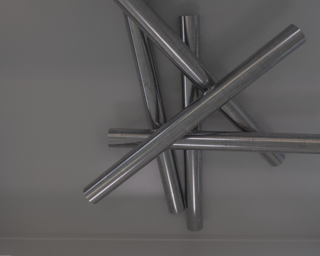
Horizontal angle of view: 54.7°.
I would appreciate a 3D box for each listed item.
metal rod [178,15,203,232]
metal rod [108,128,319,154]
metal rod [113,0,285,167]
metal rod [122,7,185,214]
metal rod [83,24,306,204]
[{"bbox_3d":[0.043,0.008,0.414,0.025,0.025,0.298,-3,110,1],"label":"metal rod"},{"bbox_3d":[0.087,0.017,0.383,0.302,0.025,0.025,2,110,3],"label":"metal rod"},{"bbox_3d":[0.059,-0.050,0.370,0.025,0.025,0.300,-42,114,14],"label":"metal rod"},{"bbox_3d":[-0.005,-0.018,0.404,0.025,0.025,0.298,-11,110,4],"label":"metal rod"},{"bbox_3d":[0.031,-0.009,0.355,0.300,0.025,0.025,-38,106,9],"label":"metal rod"}]
